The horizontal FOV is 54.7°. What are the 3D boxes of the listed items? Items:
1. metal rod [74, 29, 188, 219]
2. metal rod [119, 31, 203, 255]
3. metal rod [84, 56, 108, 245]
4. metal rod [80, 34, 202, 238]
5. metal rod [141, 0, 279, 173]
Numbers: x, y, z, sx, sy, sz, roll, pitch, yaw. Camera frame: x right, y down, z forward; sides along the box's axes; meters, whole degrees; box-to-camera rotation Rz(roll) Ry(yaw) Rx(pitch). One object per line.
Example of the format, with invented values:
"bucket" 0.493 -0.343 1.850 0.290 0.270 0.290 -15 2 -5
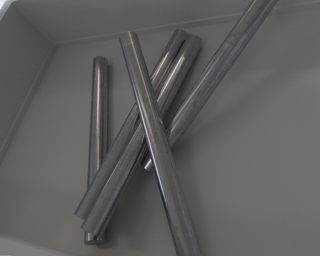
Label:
"metal rod" -0.027 -0.019 0.415 0.025 0.025 0.300 10 61 32
"metal rod" -0.004 0.012 0.356 0.025 0.025 0.299 -22 67 15
"metal rod" -0.089 0.010 0.446 0.025 0.025 0.299 -18 54 18
"metal rod" -0.011 -0.008 0.394 0.025 0.025 0.300 10 60 32
"metal rod" 0.070 -0.073 0.365 0.025 0.025 0.299 41 100 39
